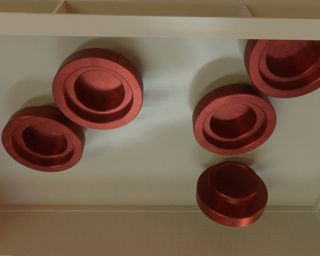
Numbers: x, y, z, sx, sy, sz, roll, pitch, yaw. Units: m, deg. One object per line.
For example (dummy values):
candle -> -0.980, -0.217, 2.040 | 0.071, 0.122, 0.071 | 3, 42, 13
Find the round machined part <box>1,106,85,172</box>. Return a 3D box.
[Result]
round machined part -> -0.147, 0.010, 0.404 | 0.099, 0.042, 0.097 | -1, 130, 0

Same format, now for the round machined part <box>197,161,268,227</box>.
round machined part -> 0.101, 0.085, 0.435 | 0.099, 0.098, 0.042 | -1, 130, 0

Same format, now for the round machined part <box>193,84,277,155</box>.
round machined part -> 0.090, -0.014, 0.387 | 0.099, 0.042, 0.097 | -1, 130, 0

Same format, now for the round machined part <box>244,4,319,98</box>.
round machined part -> 0.139, -0.083, 0.329 | 0.099, 0.042, 0.097 | -1, 130, 0

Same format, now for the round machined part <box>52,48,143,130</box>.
round machined part -> -0.068, -0.048, 0.356 | 0.099, 0.042, 0.097 | -1, 130, 0
